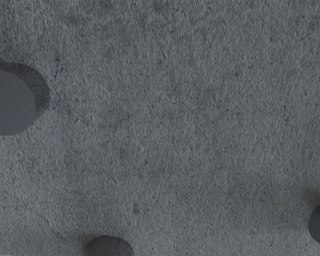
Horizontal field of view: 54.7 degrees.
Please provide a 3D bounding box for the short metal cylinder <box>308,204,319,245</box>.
[{"bbox_3d":[0.261,0.144,0.436,0.080,0.080,0.050,-43,105,14],"label":"short metal cylinder"}]

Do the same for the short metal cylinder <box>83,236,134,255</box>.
[{"bbox_3d":[-0.082,0.214,0.475,0.081,0.050,0.079,0,110,0],"label":"short metal cylinder"}]

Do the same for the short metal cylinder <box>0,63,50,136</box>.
[{"bbox_3d":[-0.184,-0.037,0.381,0.081,0.050,0.079,0,110,0],"label":"short metal cylinder"}]
